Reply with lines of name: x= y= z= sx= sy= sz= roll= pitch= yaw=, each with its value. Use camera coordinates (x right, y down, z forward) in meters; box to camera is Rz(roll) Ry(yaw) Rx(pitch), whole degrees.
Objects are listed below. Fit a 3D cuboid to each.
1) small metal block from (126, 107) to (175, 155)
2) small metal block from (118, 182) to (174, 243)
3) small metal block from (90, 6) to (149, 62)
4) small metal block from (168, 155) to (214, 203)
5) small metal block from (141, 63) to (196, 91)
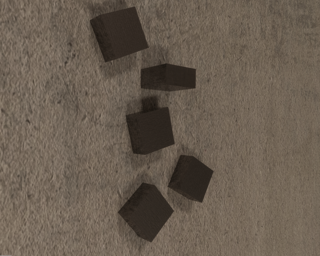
small metal block: x=-0.012 y=0.003 z=0.397 sx=0.050 sy=0.025 sz=0.050 roll=-17 pitch=101 yaw=-39
small metal block: x=-0.017 y=0.106 z=0.393 sx=0.050 sy=0.025 sz=0.050 roll=-48 pitch=119 yaw=-29
small metal block: x=-0.047 y=-0.111 z=0.367 sx=0.050 sy=0.025 sz=0.050 roll=-31 pitch=109 yaw=-36
small metal block: x=0.045 y=0.073 z=0.445 sx=0.050 sy=0.025 sz=0.050 roll=37 pitch=67 yaw=-34
small metal block: x=0.010 y=-0.064 z=0.399 sx=0.050 sy=0.050 sz=0.025 roll=1 pitch=90 yaw=-40
